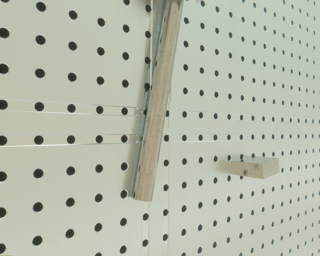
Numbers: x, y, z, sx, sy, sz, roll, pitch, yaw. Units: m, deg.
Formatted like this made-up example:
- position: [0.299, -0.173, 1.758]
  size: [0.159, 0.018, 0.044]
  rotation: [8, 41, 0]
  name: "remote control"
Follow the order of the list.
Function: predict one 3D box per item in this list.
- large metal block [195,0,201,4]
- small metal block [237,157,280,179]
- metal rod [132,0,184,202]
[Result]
- position: [0.041, -0.225, 0.403]
  size: [0.080, 0.050, 0.080]
  rotation: [37, 35, -34]
  name: "large metal block"
- position: [0.170, 0.067, 0.535]
  size: [0.050, 0.050, 0.025]
  rotation: [-9, 96, -40]
  name: "small metal block"
- position: [0.001, -0.056, 0.409]
  size: [0.025, 0.025, 0.299]
  rotation: [15, 80, -39]
  name: "metal rod"
